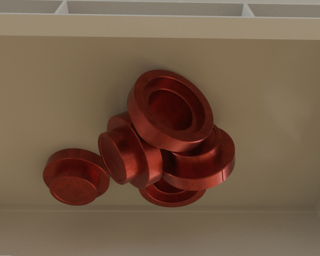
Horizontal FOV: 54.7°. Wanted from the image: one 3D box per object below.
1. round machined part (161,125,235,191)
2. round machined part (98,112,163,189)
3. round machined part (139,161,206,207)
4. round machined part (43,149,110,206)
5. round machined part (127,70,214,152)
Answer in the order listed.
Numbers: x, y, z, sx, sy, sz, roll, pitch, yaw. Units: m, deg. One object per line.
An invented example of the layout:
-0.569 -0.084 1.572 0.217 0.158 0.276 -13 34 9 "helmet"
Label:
0.042 0.026 0.383 0.098 0.098 0.042 -8 130 6 "round machined part"
-0.042 0.031 0.384 0.042 0.098 0.097 -23 138 -30 "round machined part"
0.018 0.072 0.459 0.099 0.042 0.097 0 130 0 "round machined part"
-0.125 0.080 0.465 0.099 0.042 0.097 0 130 0 "round machined part"
0.008 -0.015 0.350 0.099 0.098 0.042 22 138 -18 "round machined part"
